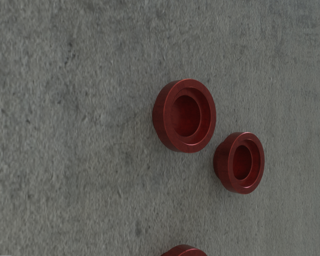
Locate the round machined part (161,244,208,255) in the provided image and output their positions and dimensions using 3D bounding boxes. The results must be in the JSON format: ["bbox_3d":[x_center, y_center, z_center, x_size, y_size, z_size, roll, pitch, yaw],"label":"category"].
[{"bbox_3d":[0.023,0.206,0.416,0.099,0.042,0.097,0,90,-40],"label":"round machined part"}]

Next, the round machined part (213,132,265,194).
[{"bbox_3d":[0.124,0.055,0.501,0.099,0.042,0.097,0,90,-40],"label":"round machined part"}]

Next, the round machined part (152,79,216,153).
[{"bbox_3d":[0.028,-0.016,0.420,0.099,0.042,0.097,0,90,-40],"label":"round machined part"}]
